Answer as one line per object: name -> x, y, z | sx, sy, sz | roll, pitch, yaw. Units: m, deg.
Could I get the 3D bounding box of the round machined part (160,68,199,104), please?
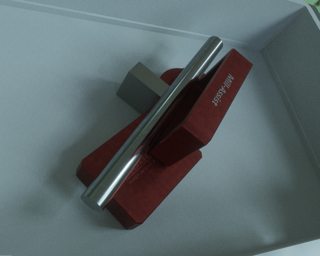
round machined part -> 0.043, -0.048, 0.446 | 0.099, 0.042, 0.098 | 14, 56, -21

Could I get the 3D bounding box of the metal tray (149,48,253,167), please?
metal tray -> 0.047, -0.023, 0.354 | 0.030, 0.090, 0.130 | 39, 57, -6

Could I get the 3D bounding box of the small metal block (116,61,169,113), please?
small metal block -> -0.023, -0.050, 0.407 | 0.050, 0.050, 0.025 | 39, 51, -3

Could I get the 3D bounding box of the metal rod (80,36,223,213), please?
metal rod -> 0.009, -0.027, 0.377 | 0.025, 0.025, 0.301 | 39, 55, -3

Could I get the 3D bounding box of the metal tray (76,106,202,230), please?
metal tray -> -0.019, 0.041, 0.366 | 0.090, 0.030, 0.131 | 46, 51, 4
